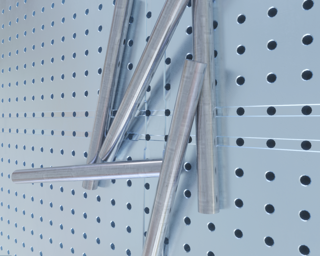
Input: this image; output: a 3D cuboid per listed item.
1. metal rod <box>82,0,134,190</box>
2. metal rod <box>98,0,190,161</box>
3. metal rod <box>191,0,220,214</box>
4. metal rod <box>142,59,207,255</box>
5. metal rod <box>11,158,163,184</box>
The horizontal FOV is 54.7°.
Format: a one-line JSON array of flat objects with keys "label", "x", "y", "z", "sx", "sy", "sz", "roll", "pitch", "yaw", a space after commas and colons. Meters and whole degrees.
[{"label": "metal rod", "x": -0.082, "y": -0.048, "z": 0.473, "sx": 0.025, "sy": 0.025, "sz": 0.298, "roll": 20, "pitch": 103, "yaw": 38}, {"label": "metal rod", "x": -0.020, "y": -0.073, "z": 0.405, "sx": 0.025, "sy": 0.025, "sz": 0.298, "roll": 46, "pitch": 123, "yaw": 30}, {"label": "metal rod", "x": 0.052, "y": -0.052, "z": 0.364, "sx": 0.025, "sy": 0.025, "sz": 0.298, "roll": -3, "pitch": 88, "yaw": 39}, {"label": "metal rod", "x": 0.010, "y": 0.067, "z": 0.380, "sx": 0.025, "sy": 0.025, "sz": 0.298, "roll": 25, "pitch": 111, "yaw": 37}, {"label": "metal rod", "x": -0.119, "y": 0.068, "z": 0.471, "sx": 0.300, "sy": 0.025, "sz": 0.025, "roll": -8, "pitch": 85, "yaw": 29}]
